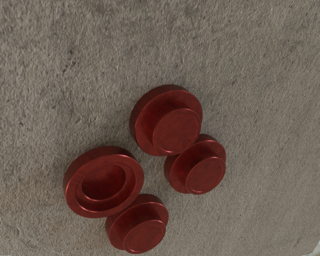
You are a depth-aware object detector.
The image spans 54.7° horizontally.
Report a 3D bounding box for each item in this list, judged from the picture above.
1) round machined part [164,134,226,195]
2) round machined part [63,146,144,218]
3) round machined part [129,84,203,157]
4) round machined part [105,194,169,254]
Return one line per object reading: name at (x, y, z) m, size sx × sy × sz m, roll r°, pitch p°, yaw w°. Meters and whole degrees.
round machined part at (0.059, 0.061, 0.466) m, size 0.099 × 0.042 × 0.097 m, roll -14°, pitch 124°, yaw -21°
round machined part at (-0.074, 0.064, 0.395) m, size 0.099 × 0.042 × 0.097 m, roll -14°, pitch 124°, yaw -21°
round machined part at (0.014, -0.003, 0.401) m, size 0.099 × 0.042 × 0.097 m, roll -14°, pitch 124°, yaw -21°
round machined part at (-0.030, 0.153, 0.474) m, size 0.099 × 0.042 × 0.097 m, roll -14°, pitch 124°, yaw -21°
